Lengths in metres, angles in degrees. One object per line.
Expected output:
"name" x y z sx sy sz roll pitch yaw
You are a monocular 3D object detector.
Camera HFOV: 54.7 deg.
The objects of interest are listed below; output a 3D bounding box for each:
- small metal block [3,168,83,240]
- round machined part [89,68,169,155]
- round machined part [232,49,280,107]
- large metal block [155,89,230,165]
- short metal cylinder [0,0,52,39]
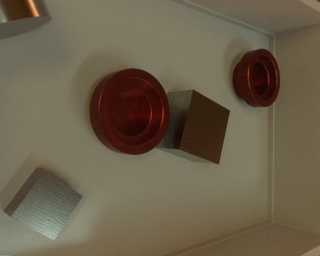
"small metal block" -0.116 0.076 0.311 0.050 0.025 0.050 45 63 -31
"round machined part" -0.039 -0.018 0.365 0.099 0.042 0.097 0 90 -40
"round machined part" 0.163 -0.084 0.535 0.099 0.042 0.097 0 90 -40
"large metal block" 0.046 0.001 0.431 0.080 0.050 0.080 23 76 -38
"short metal cylinder" -0.139 -0.104 0.255 0.081 0.080 0.050 -30 109 -36
